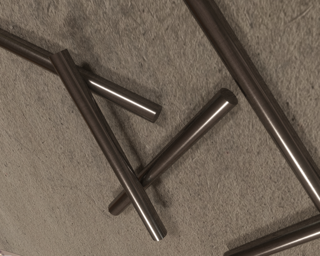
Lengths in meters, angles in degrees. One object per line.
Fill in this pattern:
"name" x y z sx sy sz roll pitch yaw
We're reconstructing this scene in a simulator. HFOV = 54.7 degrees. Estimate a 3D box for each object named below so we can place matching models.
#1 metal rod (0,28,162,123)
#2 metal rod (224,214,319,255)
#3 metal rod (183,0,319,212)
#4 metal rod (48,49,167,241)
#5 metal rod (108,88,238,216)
"metal rod" -0.136 -0.083 0.424 0.301 0.025 0.025 27 128 11
"metal rod" 0.192 0.122 0.381 0.025 0.025 0.299 44 129 -3
"metal rod" 0.110 -0.028 0.331 0.025 0.025 0.299 -28 104 37
"metal rod" -0.063 0.035 0.426 0.025 0.025 0.299 -14 112 33
"metal rod" 0.000 0.052 0.437 0.025 0.025 0.298 41 129 0
